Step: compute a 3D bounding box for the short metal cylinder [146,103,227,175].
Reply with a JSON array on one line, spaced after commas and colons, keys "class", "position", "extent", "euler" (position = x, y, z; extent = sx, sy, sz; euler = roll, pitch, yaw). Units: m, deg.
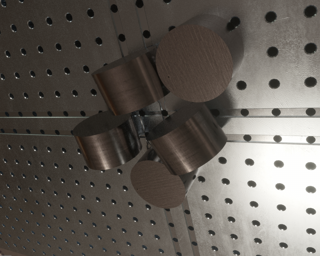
[{"class": "short metal cylinder", "position": [0.031, 0.011, 0.365], "extent": [0.080, 0.080, 0.050], "euler": [-26, 105, 36]}]

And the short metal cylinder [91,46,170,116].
[{"class": "short metal cylinder", "position": [-0.031, -0.055, 0.356], "extent": [0.080, 0.080, 0.050], "euler": [-11, 113, 32]}]

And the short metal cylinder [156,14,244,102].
[{"class": "short metal cylinder", "position": [0.043, -0.074, 0.326], "extent": [0.080, 0.050, 0.079], "euler": [13, 124, 20]}]

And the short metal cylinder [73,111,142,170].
[{"class": "short metal cylinder", "position": [-0.070, 0.013, 0.419], "extent": [0.080, 0.080, 0.050], "euler": [-3, 117, 29]}]

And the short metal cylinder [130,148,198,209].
[{"class": "short metal cylinder", "position": [0.006, 0.064, 0.430], "extent": [0.080, 0.050, 0.079], "euler": [13, 124, 20]}]
